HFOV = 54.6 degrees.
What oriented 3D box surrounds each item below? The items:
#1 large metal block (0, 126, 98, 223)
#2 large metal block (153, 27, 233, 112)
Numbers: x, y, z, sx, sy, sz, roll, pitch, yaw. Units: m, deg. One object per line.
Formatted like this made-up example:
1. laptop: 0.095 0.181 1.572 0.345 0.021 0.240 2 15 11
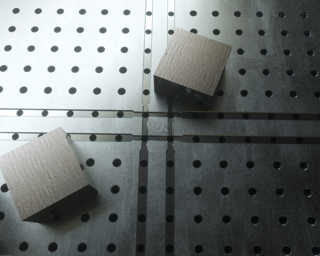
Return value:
1. large metal block: -0.135 0.058 0.377 0.080 0.050 0.080 -28 73 -10
2. large metal block: 0.044 -0.080 0.428 0.080 0.050 0.080 21 71 7
